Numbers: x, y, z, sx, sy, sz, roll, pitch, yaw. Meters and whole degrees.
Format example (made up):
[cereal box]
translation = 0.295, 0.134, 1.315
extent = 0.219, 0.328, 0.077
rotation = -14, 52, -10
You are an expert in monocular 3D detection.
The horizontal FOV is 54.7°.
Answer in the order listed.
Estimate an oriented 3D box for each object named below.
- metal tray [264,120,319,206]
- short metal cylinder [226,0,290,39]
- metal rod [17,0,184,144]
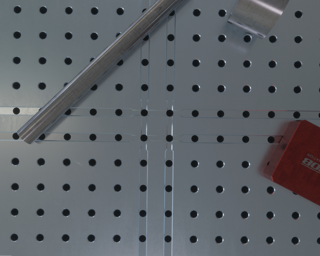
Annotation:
[metal tray]
translation = 0.219, 0.057, 0.412
extent = 0.130, 0.030, 0.090
rotation = 28, 90, 0
[short metal cylinder]
translation = 0.125, -0.159, 0.387
extent = 0.050, 0.080, 0.080
rotation = 26, 90, 0
[metal rod]
translation = -0.071, -0.090, 0.412
extent = 0.300, 0.025, 0.025
rotation = -43, 90, 0
